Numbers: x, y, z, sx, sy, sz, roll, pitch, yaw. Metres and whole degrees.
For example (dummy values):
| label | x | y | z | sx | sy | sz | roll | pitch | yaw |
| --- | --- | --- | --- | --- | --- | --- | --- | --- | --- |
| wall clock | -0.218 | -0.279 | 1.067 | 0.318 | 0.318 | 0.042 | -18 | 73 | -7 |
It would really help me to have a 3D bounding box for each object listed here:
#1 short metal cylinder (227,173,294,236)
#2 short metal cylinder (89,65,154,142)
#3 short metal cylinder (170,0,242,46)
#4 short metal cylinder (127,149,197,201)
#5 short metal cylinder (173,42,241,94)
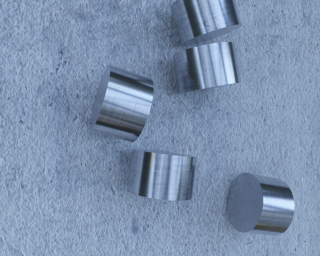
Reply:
| label | x | y | z | sx | sy | sz | roll | pitch | yaw |
| --- | --- | --- | --- | --- | --- | --- | --- | --- | --- |
| short metal cylinder | 0.137 | 0.106 | 0.430 | 0.050 | 0.080 | 0.080 | 13 | 86 | -20 |
| short metal cylinder | -0.047 | -0.028 | 0.362 | 0.050 | 0.080 | 0.080 | 16 | 85 | -19 |
| short metal cylinder | 0.059 | -0.144 | 0.401 | 0.081 | 0.080 | 0.050 | -19 | 97 | -19 |
| short metal cylinder | 0.003 | 0.055 | 0.381 | 0.081 | 0.080 | 0.050 | 8 | 88 | -20 |
| short metal cylinder | 0.060 | -0.076 | 0.402 | 0.081 | 0.080 | 0.050 | -12 | 94 | -20 |
